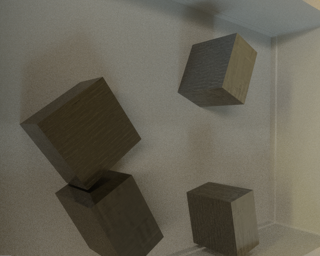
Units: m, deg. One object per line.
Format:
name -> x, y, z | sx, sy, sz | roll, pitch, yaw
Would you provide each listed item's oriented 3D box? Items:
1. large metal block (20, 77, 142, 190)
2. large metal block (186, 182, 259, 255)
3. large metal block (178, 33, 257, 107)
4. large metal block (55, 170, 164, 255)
large metal block -> -0.080, 0.004, 0.323 | 0.080, 0.050, 0.080 | -44, 117, -31
large metal block -> 0.089, 0.129, 0.446 | 0.050, 0.080, 0.079 | -15, 100, -39
large metal block -> 0.081, -0.078, 0.438 | 0.050, 0.080, 0.080 | 28, 72, -37
large metal block -> -0.054, 0.091, 0.326 | 0.050, 0.080, 0.080 | -37, 113, -34
